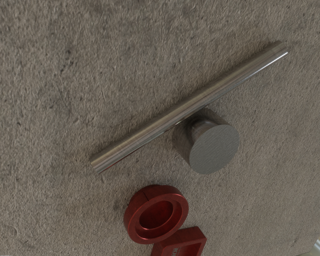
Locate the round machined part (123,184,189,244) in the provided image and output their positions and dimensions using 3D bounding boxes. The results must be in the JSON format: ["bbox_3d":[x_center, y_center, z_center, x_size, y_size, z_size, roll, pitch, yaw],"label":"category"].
[{"bbox_3d":[-0.009,0.125,0.470,0.099,0.042,0.097,-14,125,-21],"label":"round machined part"}]

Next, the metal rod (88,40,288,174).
[{"bbox_3d":[0.043,-0.031,0.412,0.301,0.025,0.025,-32,129,-8],"label":"metal rod"}]

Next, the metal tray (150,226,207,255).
[{"bbox_3d":[0.026,0.246,0.572,0.091,0.030,0.129,0,119,-29],"label":"metal tray"}]

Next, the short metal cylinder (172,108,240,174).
[{"bbox_3d":[0.064,0.018,0.439,0.081,0.050,0.079,-14,125,-21],"label":"short metal cylinder"}]
